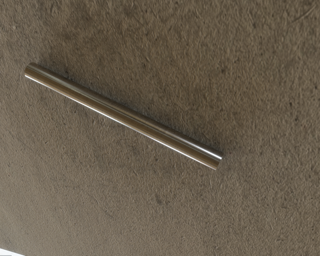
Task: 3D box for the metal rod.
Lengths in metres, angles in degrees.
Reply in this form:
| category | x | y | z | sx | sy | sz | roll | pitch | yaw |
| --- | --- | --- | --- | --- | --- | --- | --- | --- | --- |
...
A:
| category | x | y | z | sx | sy | sz | roll | pitch | yaw |
| --- | --- | --- | --- | --- | --- | --- | --- | --- | --- |
| metal rod | -0.057 | -0.021 | 0.424 | 0.301 | 0.025 | 0.025 | 26 | 128 | 12 |
